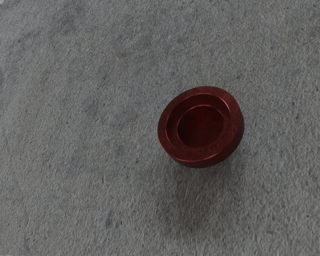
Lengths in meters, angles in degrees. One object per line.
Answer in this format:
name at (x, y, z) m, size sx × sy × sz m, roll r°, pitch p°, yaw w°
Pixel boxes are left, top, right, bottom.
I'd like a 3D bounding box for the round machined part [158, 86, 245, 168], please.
round machined part at (0.050, 0.002, 0.365) m, size 0.098 × 0.042 × 0.098 m, roll -13°, pitch 56°, yaw 21°
